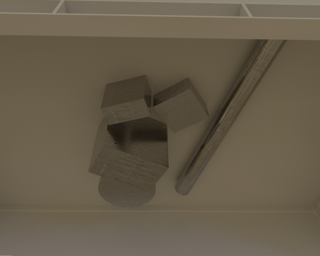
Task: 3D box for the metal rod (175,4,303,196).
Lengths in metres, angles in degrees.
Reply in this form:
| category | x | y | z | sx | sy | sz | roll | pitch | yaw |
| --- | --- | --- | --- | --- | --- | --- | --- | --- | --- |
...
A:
| category | x | y | z | sx | sy | sz | roll | pitch | yaw |
| --- | --- | --- | --- | --- | --- | --- | --- | --- | --- |
| metal rod | 0.084 | -0.011 | 0.401 | 0.025 | 0.025 | 0.298 | 14 | 129 | -13 |

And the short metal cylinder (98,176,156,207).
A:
| category | x | y | z | sx | sy | sz | roll | pitch | yaw |
| --- | --- | --- | --- | --- | --- | --- | --- | --- | --- |
| short metal cylinder | -0.046 | 0.072 | 0.453 | 0.081 | 0.050 | 0.079 | 0 | 130 | 0 |

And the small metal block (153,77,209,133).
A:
| category | x | y | z | sx | sy | sz | roll | pitch | yaw |
| --- | --- | --- | --- | --- | --- | --- | --- | --- | --- |
| small metal block | 0.026 | -0.027 | 0.387 | 0.050 | 0.025 | 0.050 | -25 | 126 | 19 |

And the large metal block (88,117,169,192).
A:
| category | x | y | z | sx | sy | sz | roll | pitch | yaw |
| --- | --- | --- | --- | --- | --- | --- | --- | --- | --- |
| large metal block | -0.037 | 0.023 | 0.392 | 0.080 | 0.080 | 0.050 | 22 | 127 | -18 |

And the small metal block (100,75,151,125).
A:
| category | x | y | z | sx | sy | sz | roll | pitch | yaw |
| --- | --- | --- | --- | --- | --- | --- | --- | --- | --- |
| small metal block | -0.038 | -0.034 | 0.364 | 0.050 | 0.050 | 0.025 | -12 | 129 | 9 |
